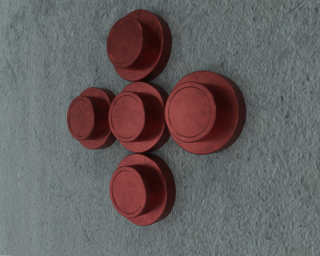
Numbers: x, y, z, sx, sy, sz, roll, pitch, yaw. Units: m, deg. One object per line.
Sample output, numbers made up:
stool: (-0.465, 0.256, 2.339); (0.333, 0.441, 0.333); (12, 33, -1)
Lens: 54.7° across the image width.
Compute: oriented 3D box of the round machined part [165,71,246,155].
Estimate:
round machined part: (0.044, -0.018, 0.357); (0.098, 0.042, 0.097); (0, 90, 39)

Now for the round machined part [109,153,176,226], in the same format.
round machined part: (-0.030, 0.083, 0.418); (0.098, 0.042, 0.097); (0, 90, 39)

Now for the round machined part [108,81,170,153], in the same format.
round machined part: (-0.032, -0.015, 0.420); (0.098, 0.042, 0.097); (0, 90, 39)

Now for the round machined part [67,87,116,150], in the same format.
round machined part: (-0.108, -0.015, 0.481); (0.098, 0.042, 0.097); (0, 90, 39)

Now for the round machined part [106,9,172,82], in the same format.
round machined part: (-0.035, -0.112, 0.422); (0.098, 0.042, 0.097); (0, 90, 39)
